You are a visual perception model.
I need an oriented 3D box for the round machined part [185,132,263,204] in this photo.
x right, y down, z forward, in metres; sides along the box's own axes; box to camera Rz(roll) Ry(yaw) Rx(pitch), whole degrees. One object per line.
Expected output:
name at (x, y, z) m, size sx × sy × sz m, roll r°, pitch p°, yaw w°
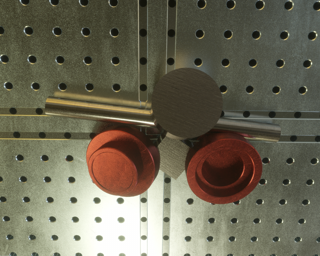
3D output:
round machined part at (0.083, 0.050, 0.417) m, size 0.099 × 0.042 × 0.097 m, roll -1°, pitch 113°, yaw -3°

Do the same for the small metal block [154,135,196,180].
small metal block at (0.016, 0.034, 0.422) m, size 0.050 × 0.025 × 0.050 m, roll 35°, pitch 106°, yaw -12°

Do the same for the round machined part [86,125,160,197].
round machined part at (-0.053, 0.048, 0.404) m, size 0.098 × 0.042 × 0.097 m, roll 6°, pitch 112°, yaw 16°

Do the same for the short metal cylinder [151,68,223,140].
short metal cylinder at (0.029, -0.026, 0.371) m, size 0.081 × 0.050 × 0.080 m, roll 0°, pitch 85°, yaw -4°

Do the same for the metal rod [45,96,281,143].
metal rod at (0.006, -0.011, 0.406) m, size 0.302 × 0.025 × 0.025 m, roll 7°, pitch 110°, yaw -3°
